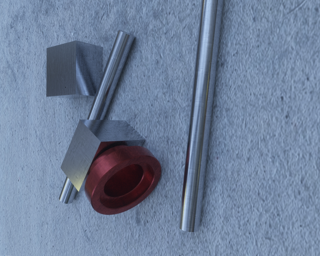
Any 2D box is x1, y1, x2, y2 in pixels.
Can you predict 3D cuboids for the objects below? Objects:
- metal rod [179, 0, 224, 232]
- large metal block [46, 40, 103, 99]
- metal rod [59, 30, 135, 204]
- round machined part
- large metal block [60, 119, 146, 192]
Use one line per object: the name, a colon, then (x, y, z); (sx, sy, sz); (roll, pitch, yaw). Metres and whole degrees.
metal rod: (0.049, -0.027, 0.362); (0.025, 0.025, 0.298); (9, 96, 39)
large metal block: (-0.139, -0.090, 0.500); (0.080, 0.050, 0.079); (1, 91, 39)
metal rod: (-0.105, -0.006, 0.488); (0.025, 0.025, 0.298); (37, 112, 33)
round machined part: (-0.051, 0.061, 0.398); (0.042, 0.099, 0.097); (46, 118, 39)
large metal block: (-0.079, 0.036, 0.432); (0.050, 0.081, 0.079); (41, 115, 32)
